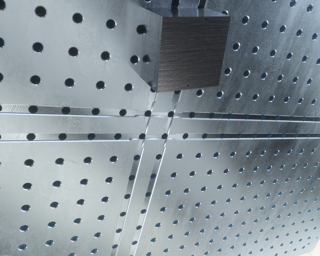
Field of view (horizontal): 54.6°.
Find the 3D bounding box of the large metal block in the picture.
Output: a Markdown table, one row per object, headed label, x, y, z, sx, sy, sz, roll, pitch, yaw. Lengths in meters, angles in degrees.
| label | x | y | z | sx | sy | sz | roll | pitch | yaw |
| --- | --- | --- | --- | --- | --- | --- | --- | --- | --- |
| large metal block | 0.026 | -0.090 | 0.353 | 0.081 | 0.050 | 0.079 | -10 | 123 | -23 |
